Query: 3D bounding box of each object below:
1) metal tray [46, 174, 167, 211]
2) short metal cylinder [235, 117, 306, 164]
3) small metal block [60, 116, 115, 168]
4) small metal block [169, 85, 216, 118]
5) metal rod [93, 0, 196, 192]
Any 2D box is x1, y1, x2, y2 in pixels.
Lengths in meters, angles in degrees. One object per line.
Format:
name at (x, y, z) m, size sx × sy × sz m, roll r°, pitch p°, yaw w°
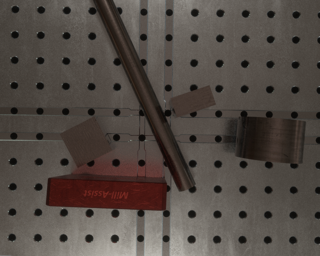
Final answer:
metal tray at (-0.059, 0.076, 0.378) m, size 0.131 × 0.090 × 0.030 m, roll 3°, pitch 84°, yaw -1°
short metal cylinder at (0.137, 0.014, 0.388) m, size 0.081 × 0.080 × 0.050 m, roll 5°, pitch 90°, yaw -1°
small metal block at (-0.095, 0.018, 0.412) m, size 0.050 × 0.025 × 0.050 m, roll -27°, pitch 90°, yaw -1°
small metal block at (0.040, -0.033, 0.401) m, size 0.050 × 0.050 × 0.025 m, roll -19°, pitch 90°, yaw 0°
metal rod at (-0.025, -0.057, 0.413) m, size 0.025 × 0.025 × 0.299 m, roll -24°, pitch 90°, yaw 0°
